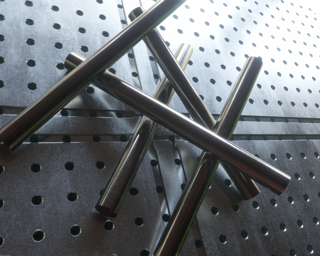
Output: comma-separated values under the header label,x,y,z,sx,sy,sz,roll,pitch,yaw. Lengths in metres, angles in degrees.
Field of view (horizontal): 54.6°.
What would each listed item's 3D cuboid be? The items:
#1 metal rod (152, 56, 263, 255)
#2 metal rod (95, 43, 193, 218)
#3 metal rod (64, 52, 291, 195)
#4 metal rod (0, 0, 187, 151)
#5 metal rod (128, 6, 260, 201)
label,x,y,z,sx,sy,sz,roll,pitch,yaw
metal rod,0.071,0.022,0.390,0.025,0.025,0.300,33,64,-7
metal rod,-0.007,-0.021,0.416,0.025,0.025,0.301,31,52,-8
metal rod,0.012,-0.011,0.373,0.300,0.025,0.025,31,50,11
metal rod,-0.065,-0.086,0.375,0.025,0.025,0.301,42,66,1
metal rod,0.045,-0.036,0.427,0.025,0.025,0.299,-30,86,-37
